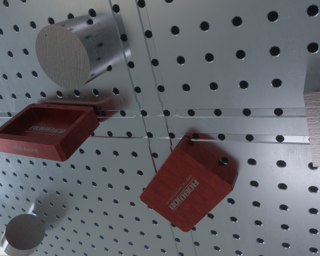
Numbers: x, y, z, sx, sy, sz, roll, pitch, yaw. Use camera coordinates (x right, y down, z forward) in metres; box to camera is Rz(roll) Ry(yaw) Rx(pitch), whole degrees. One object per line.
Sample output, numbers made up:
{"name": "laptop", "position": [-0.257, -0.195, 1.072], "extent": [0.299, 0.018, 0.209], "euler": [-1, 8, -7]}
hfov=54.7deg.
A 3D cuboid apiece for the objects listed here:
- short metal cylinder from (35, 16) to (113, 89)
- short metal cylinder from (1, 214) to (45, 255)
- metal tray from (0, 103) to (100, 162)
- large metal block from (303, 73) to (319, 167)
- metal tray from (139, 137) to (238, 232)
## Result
{"name": "short metal cylinder", "position": [-0.108, -0.096, 0.393], "extent": [0.080, 0.050, 0.079], "euler": [13, 124, 21]}
{"name": "short metal cylinder", "position": [-0.300, 0.237, 0.681], "extent": [0.080, 0.080, 0.050], "euler": [39, 129, 1]}
{"name": "metal tray", "position": [-0.168, 0.002, 0.456], "extent": [0.130, 0.090, 0.030], "euler": [5, 128, 25]}
{"name": "large metal block", "position": [0.185, -0.011, 0.291], "extent": [0.080, 0.050, 0.080], "euler": [-5, 116, 30]}
{"name": "metal tray", "position": [0.036, 0.085, 0.441], "extent": [0.090, 0.030, 0.129], "euler": [36, 129, 4]}
